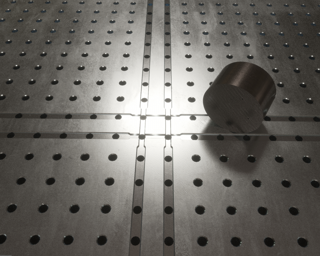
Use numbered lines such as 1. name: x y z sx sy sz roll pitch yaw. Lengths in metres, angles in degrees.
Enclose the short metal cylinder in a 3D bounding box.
1. short metal cylinder: 0.104 -0.039 0.406 0.080 0.080 0.050 25 54 19
